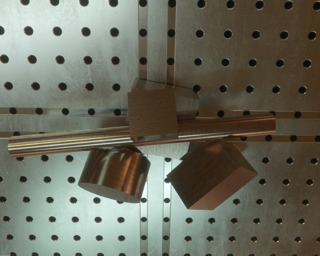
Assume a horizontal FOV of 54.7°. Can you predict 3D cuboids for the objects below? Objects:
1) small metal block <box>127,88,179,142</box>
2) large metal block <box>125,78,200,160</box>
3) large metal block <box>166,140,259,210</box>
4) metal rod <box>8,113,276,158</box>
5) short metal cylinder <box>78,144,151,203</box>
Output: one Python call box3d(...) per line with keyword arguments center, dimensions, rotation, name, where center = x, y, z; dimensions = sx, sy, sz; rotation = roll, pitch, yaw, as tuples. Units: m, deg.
box3d(center=(-0.007, -0.013, 0.338), dimensions=(0.050, 0.025, 0.050), rotation=(-5, 75, 2), name="small metal block")
box3d(center=(-0.001, -0.012, 0.392), dimensions=(0.081, 0.050, 0.079), rotation=(10, 110, -4), name="large metal block")
box3d(center=(0.069, 0.060, 0.396), dimensions=(0.080, 0.050, 0.080), rotation=(-43, 149, 14), name="large metal block")
box3d(center=(-0.022, 0.009, 0.359), dimensions=(0.302, 0.025, 0.025), rotation=(-5, 110, 2), name="metal rod")
box3d(center=(-0.057, 0.060, 0.395), dimensions=(0.080, 0.080, 0.050), rotation=(18, 66, -7), name="short metal cylinder")
